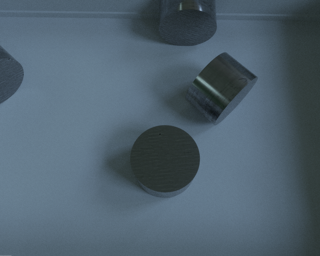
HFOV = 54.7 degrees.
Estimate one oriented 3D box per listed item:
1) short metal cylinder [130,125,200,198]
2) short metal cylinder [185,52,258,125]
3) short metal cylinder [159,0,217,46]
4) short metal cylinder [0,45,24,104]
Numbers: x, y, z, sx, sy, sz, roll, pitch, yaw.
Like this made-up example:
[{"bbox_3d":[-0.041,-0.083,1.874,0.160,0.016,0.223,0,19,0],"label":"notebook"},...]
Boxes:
[{"bbox_3d":[0.006,0.042,0.381,0.081,0.050,0.080,0,70,0],"label":"short metal cylinder"},{"bbox_3d":[0.079,-0.050,0.399,0.050,0.080,0.080,43,76,14],"label":"short metal cylinder"},{"bbox_3d":[0.039,-0.161,0.439,0.080,0.080,0.050,1,70,0],"label":"short metal cylinder"},{"bbox_3d":[-0.230,-0.073,0.405,0.050,0.080,0.080,41,75,13],"label":"short metal cylinder"}]
